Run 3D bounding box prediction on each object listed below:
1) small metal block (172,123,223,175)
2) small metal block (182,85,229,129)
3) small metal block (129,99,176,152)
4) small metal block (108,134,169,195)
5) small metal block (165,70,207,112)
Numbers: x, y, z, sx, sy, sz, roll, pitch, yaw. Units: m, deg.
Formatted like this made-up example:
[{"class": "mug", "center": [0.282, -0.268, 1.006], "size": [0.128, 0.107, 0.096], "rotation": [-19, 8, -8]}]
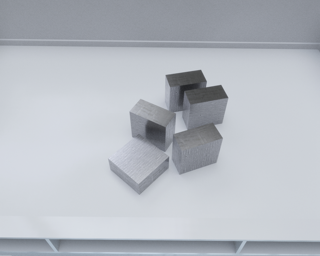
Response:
[{"class": "small metal block", "center": [0.043, 0.025, 0.368], "size": [0.050, 0.050, 0.025], "rotation": [-16, 52, -14]}, {"class": "small metal block", "center": [0.059, -0.027, 0.412], "size": [0.050, 0.050, 0.025], "rotation": [-11, 51, -9]}, {"class": "small metal block", "center": [-0.009, -0.003, 0.391], "size": [0.050, 0.050, 0.025], "rotation": [24, 54, 18]}, {"class": "small metal block", "center": [-0.025, 0.042, 0.369], "size": [0.050, 0.025, 0.050], "rotation": [36, 58, 26]}, {"class": "small metal block", "center": [0.035, -0.051, 0.432], "size": [0.050, 0.050, 0.025], "rotation": [-10, 51, -9]}]
